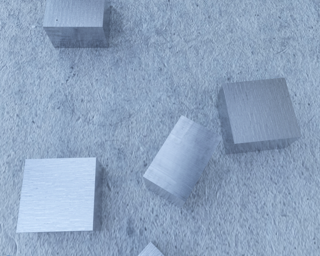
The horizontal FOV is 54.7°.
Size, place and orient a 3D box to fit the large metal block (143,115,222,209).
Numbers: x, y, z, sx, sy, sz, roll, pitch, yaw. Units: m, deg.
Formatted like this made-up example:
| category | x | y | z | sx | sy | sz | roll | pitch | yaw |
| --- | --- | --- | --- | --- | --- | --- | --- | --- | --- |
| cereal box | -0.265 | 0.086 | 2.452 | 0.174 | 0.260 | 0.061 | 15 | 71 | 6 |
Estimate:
| category | x | y | z | sx | sy | sz | roll | pitch | yaw |
| --- | --- | --- | --- | --- | --- | --- | --- | --- | --- |
| large metal block | 0.025 | 0.043 | 0.363 | 0.050 | 0.080 | 0.080 | 30 | 73 | 10 |

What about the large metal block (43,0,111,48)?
| category | x | y | z | sx | sy | sz | roll | pitch | yaw |
| --- | --- | --- | --- | --- | --- | --- | --- | --- | --- |
| large metal block | -0.118 | -0.166 | 0.454 | 0.081 | 0.050 | 0.080 | 0 | 70 | 0 |

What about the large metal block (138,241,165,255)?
| category | x | y | z | sx | sy | sz | roll | pitch | yaw |
| --- | --- | --- | --- | --- | --- | --- | --- | --- | --- |
| large metal block | -0.009 | 0.181 | 0.329 | 0.080 | 0.050 | 0.080 | 42 | 75 | 13 |

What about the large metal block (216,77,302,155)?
| category | x | y | z | sx | sy | sz | roll | pitch | yaw |
| --- | --- | --- | --- | --- | --- | --- | --- | --- | --- |
| large metal block | 0.123 | -0.014 | 0.401 | 0.081 | 0.050 | 0.080 | -6 | 70 | -2 |

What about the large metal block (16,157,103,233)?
| category | x | y | z | sx | sy | sz | roll | pitch | yaw |
| --- | --- | --- | --- | --- | --- | --- | --- | --- | --- |
| large metal block | -0.113 | 0.080 | 0.365 | 0.081 | 0.050 | 0.080 | -1 | 70 | -1 |
